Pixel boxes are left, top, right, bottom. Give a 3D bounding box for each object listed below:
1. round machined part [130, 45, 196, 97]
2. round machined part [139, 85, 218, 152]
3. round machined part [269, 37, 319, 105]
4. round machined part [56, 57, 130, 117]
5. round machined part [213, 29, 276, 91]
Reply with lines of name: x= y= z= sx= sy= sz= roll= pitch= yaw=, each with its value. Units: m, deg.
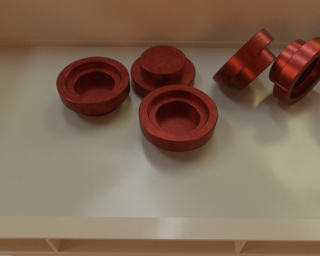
round machined part: x=0.004 y=-0.088 z=0.468 sx=0.099 sy=0.042 sz=0.098 roll=0 pitch=50 yaw=0
round machined part: x=0.023 y=-0.008 z=0.401 sx=0.099 sy=0.042 sz=0.098 roll=0 pitch=50 yaw=0
round machined part: x=0.191 y=-0.083 z=0.430 sx=0.099 sy=0.097 sz=0.042 roll=-30 pitch=57 yaw=-23
round machined part: x=-0.091 y=-0.054 z=0.439 sx=0.099 sy=0.042 sz=0.098 roll=0 pitch=50 yaw=0
round machined part: x=0.125 y=-0.091 z=0.442 sx=0.042 sy=0.098 sz=0.098 roll=46 pitch=60 yaw=3
